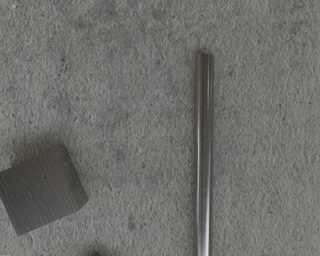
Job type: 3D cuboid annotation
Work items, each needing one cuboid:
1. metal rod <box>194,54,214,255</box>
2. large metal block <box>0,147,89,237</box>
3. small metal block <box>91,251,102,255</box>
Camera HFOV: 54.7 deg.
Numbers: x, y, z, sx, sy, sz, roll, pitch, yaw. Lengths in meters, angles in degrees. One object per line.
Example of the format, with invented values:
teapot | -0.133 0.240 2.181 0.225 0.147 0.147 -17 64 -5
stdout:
metal rod | 0.058 0.053 0.410 0.025 0.025 0.298 1 90 -1
large metal block | -0.149 0.078 0.396 0.080 0.050 0.080 -23 90 -1
small metal block | -0.083 0.202 0.409 0.050 0.025 0.050 35 90 -1
